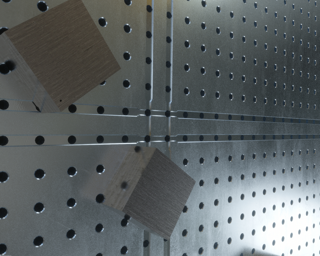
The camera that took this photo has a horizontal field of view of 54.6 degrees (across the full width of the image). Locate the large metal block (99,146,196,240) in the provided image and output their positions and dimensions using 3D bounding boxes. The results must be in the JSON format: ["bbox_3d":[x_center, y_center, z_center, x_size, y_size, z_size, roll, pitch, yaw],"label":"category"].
[{"bbox_3d":[-0.013,0.078,0.381,0.080,0.050,0.080,43,64,-32],"label":"large metal block"}]

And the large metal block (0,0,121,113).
[{"bbox_3d":[-0.100,-0.071,0.308,0.080,0.050,0.080,-44,117,-31],"label":"large metal block"}]
